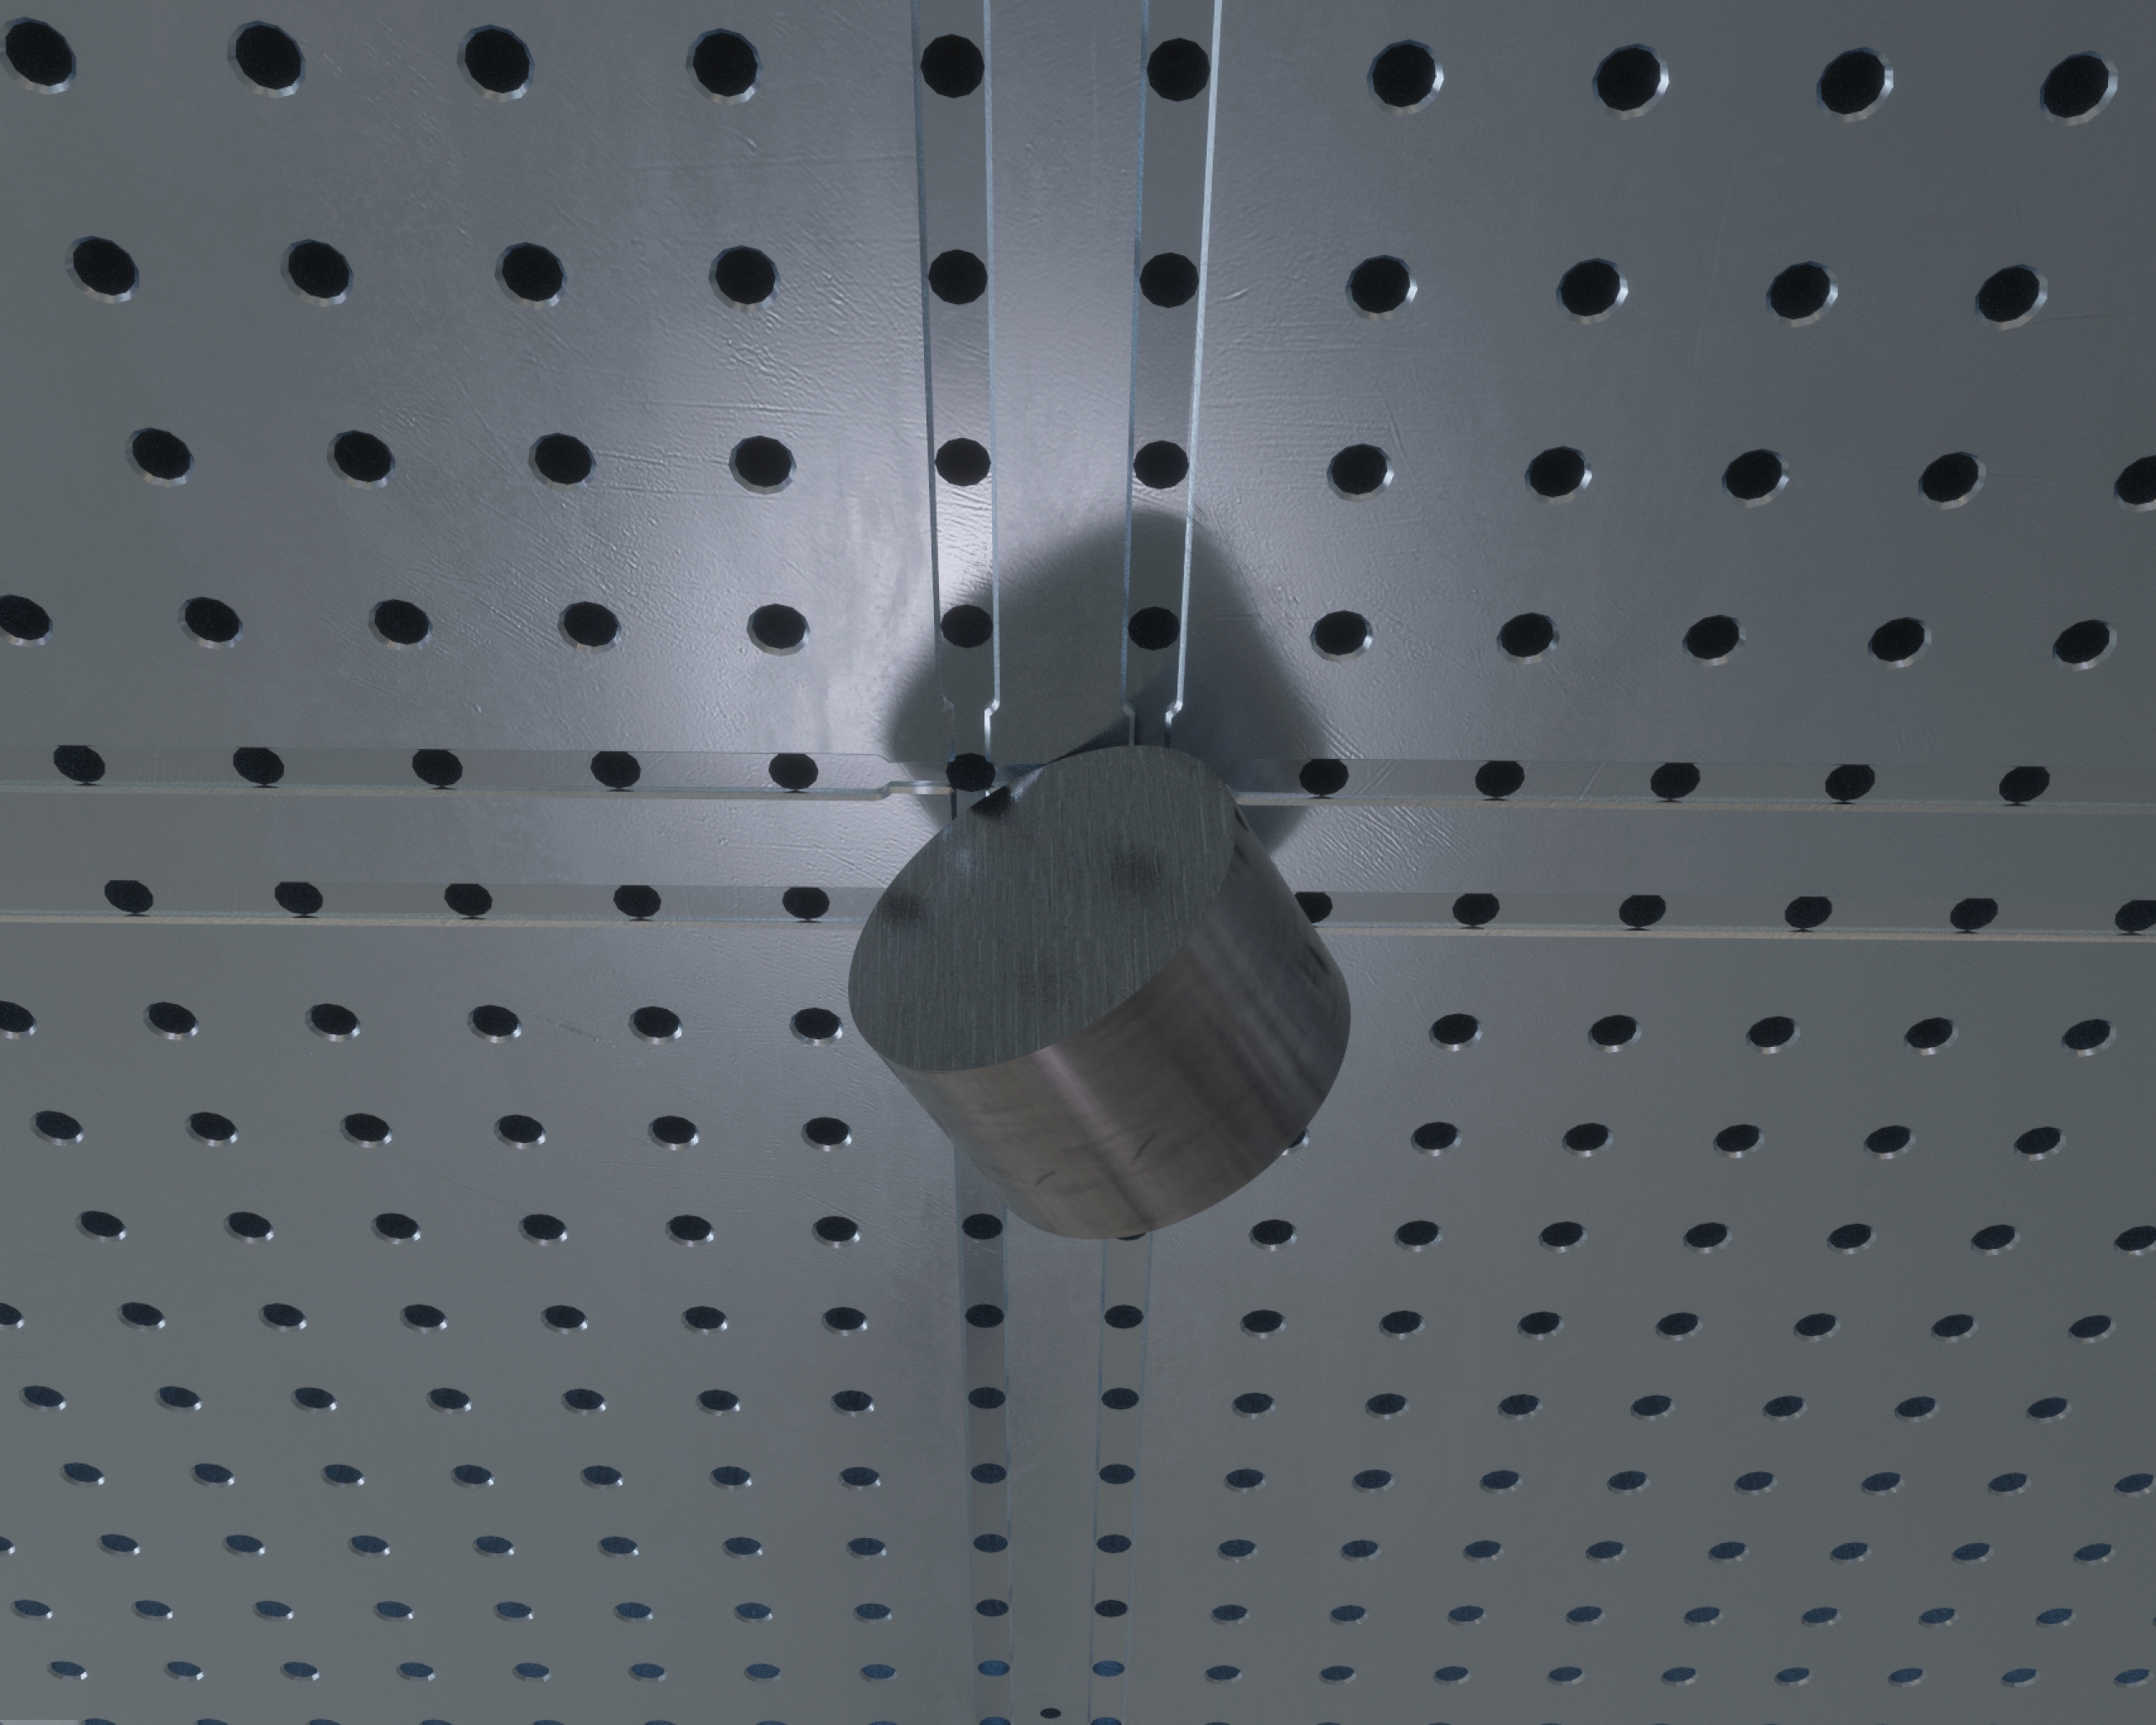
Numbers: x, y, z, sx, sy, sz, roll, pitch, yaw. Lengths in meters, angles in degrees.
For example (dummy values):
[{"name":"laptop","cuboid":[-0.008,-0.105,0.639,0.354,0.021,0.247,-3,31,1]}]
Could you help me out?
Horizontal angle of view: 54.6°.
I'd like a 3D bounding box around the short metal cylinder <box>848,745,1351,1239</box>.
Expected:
[{"name":"short metal cylinder","cuboid":[0.004,0.024,0.394,0.080,0.080,0.050,-22,126,18]}]
